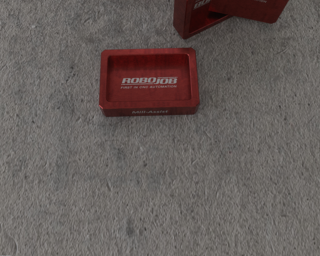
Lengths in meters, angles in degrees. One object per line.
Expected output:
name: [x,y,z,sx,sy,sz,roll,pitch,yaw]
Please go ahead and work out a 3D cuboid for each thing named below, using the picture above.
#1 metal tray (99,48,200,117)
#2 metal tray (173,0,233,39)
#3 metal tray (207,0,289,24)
metal tray: [-0.015,-0.064,0.428,0.131,0.030,0.090,-2,70,-1]
metal tray: [0.083,-0.189,0.443,0.131,0.090,0.030,-28,73,-10]
metal tray: [0.115,-0.200,0.432,0.131,0.090,0.030,12,67,0]
